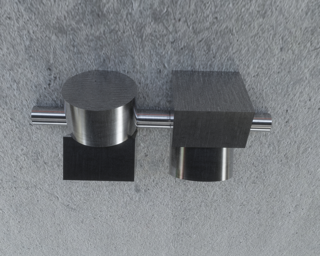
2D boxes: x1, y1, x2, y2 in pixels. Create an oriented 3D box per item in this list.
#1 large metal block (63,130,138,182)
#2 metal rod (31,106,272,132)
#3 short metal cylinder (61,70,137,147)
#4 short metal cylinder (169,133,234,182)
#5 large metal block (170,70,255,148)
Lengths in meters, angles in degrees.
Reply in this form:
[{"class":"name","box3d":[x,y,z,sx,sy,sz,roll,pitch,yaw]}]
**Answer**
[{"class":"large metal block","box3d":[-0.070,0.031,0.391,0.081,0.080,0.050,2,96,-2]},{"class":"metal rod","box3d":[-0.009,-0.012,0.401,0.302,0.025,0.025,2,130,-2]},{"class":"short metal cylinder","box3d":[-0.066,-0.024,0.351,0.081,0.080,0.050,3,130,-3]},{"class":"short metal cylinder","box3d":[0.052,0.033,0.393,0.081,0.080,0.050,1,95,-1]},{"class":"large metal block","box3d":[0.054,-0.023,0.353,0.081,0.080,0.050,1,130,-1]}]
